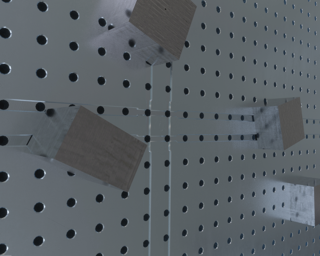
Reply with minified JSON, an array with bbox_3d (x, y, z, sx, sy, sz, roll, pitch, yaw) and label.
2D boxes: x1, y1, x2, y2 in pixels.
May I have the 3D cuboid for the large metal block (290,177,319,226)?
[{"bbox_3d":[0.322,0.154,0.661,0.081,0.050,0.080,-5,93,-40],"label":"large metal block"}]

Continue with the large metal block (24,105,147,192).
[{"bbox_3d":[-0.075,0.021,0.310,0.080,0.080,0.050,34,69,-35],"label":"large metal block"}]

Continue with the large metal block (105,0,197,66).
[{"bbox_3d":[-0.009,-0.135,0.384,0.080,0.050,0.080,29,72,-36],"label":"large metal block"}]

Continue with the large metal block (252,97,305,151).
[{"bbox_3d":[0.222,-0.009,0.577,0.081,0.050,0.080,-19,102,-38],"label":"large metal block"}]
